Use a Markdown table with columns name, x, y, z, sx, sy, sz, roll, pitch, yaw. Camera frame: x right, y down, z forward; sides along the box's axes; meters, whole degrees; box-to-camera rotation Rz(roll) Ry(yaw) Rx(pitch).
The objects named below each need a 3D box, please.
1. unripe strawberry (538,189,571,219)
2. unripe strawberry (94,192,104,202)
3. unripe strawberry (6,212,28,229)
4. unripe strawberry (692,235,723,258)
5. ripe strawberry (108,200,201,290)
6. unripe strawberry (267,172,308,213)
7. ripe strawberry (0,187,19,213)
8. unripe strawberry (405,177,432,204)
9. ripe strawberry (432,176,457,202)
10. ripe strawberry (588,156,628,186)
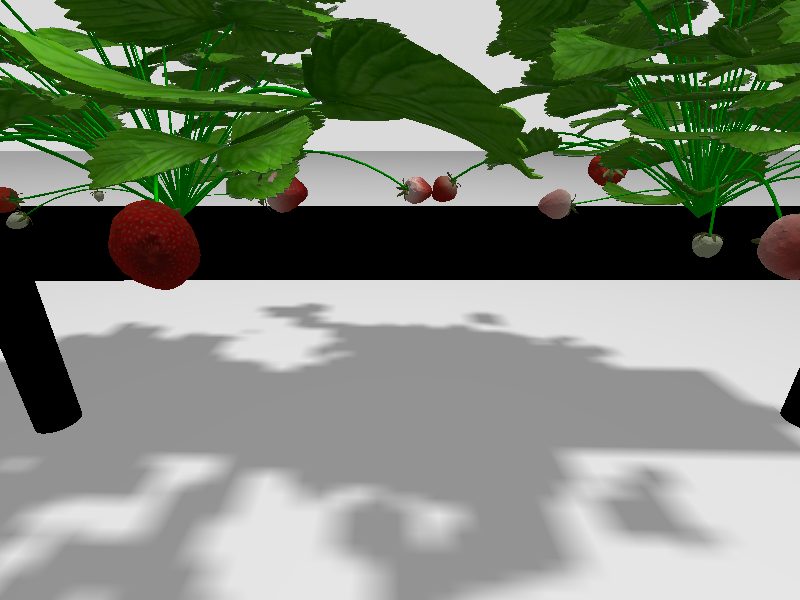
| name | x | y | z | sx | sy | sz | roll | pitch | yaw |
| --- | --- | --- | --- | --- | --- | --- | --- | --- | --- |
| unripe strawberry | 0.130 | -0.081 | 0.339 | 0.026 | 0.025 | 0.024 | -1 | 22 | -2 |
| unripe strawberry | -0.299 | -0.103 | 0.398 | 0.010 | 0.010 | 0.009 | 11 | 24 | 26 |
| unripe strawberry | -0.286 | -0.059 | 0.299 | 0.013 | 0.011 | 0.013 | -37 | 33 | -12 |
| unripe strawberry | 0.175 | -0.031 | 0.229 | 0.014 | 0.013 | 0.013 | 14 | 8 | 31 |
| ripe strawberry | -0.105 | -0.022 | 0.172 | 0.034 | 0.039 | 0.037 | -10 | 26 | -23 |
| unripe strawberry | -0.102 | -0.097 | 0.361 | 0.037 | 0.037 | 0.041 | -5 | 22 | -13 |
| ripe strawberry | -0.361 | -0.090 | 0.359 | 0.027 | 0.023 | 0.027 | 2 | 22 | 6 |
| unripe strawberry | 0.019 | -0.112 | 0.411 | 0.028 | 0.027 | 0.030 | -2 | 21 | -20 |
| ripe strawberry | 0.047 | -0.119 | 0.434 | 0.028 | 0.028 | 0.026 | -40 | -1 | 32 |
| ripe strawberry | 0.288 | -0.181 | 0.558 | 0.050 | 0.045 | 0.045 | 2 | 11 | 6 |
